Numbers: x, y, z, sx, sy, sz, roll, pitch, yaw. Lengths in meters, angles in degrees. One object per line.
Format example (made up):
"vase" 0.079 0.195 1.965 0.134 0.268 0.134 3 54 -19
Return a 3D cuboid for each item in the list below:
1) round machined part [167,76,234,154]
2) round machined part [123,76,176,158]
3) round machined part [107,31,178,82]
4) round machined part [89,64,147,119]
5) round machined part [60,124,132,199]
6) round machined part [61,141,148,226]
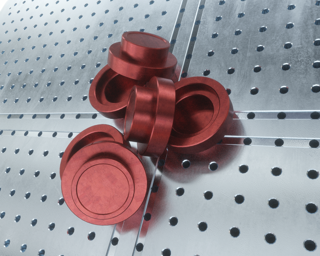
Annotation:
"round machined part" 0.042 -0.012 0.383 0.098 0.042 0.098 -13 56 21
"round machined part" -0.017 -0.015 0.378 0.042 0.098 0.098 10 58 -14
"round machined part" -0.023 -0.106 0.440 0.099 0.042 0.098 10 32 -6
"round machined part" -0.052 -0.055 0.458 0.098 0.042 0.098 -13 56 21
"round machined part" -0.080 0.047 0.411 0.098 0.042 0.098 -13 56 21
"round machined part" -0.063 0.065 0.355 0.099 0.042 0.097 0 94 -5
